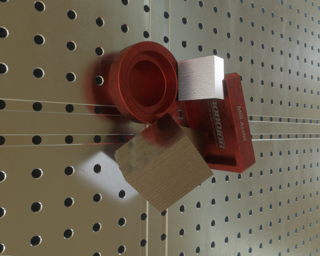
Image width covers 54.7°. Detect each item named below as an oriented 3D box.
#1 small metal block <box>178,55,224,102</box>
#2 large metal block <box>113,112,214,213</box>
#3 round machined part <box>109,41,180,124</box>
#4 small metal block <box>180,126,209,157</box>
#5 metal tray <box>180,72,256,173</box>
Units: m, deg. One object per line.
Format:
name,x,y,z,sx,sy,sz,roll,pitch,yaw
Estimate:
small metal block,0.051,-0.059,0.384,0.025,0.050,0.050,0,89,-55
large metal block,0.005,0.043,0.370,0.080,0.050,0.080,-37,130,0
round machined part,-0.021,-0.054,0.382,0.099,0.042,0.097,0,90,-40
small metal block,0.037,0.026,0.436,0.050,0.025,0.050,14,86,-28
metal tray,0.077,-0.006,0.434,0.030,0.090,0.129,-23,105,-38
